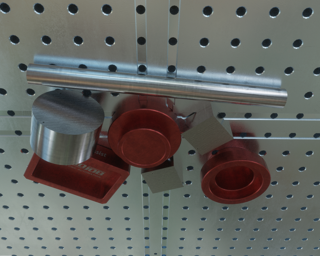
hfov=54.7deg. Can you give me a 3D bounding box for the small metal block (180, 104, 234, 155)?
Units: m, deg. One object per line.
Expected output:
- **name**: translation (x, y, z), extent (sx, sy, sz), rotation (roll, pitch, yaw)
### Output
- **small metal block**: translation (0.062, 0.003, 0.415), extent (0.050, 0.025, 0.050), rotation (-31, 124, 23)

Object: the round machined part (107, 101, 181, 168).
- **round machined part**: translation (-0.021, 0.015, 0.413), extent (0.099, 0.042, 0.097), rotation (0, 128, 0)

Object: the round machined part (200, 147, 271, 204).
- **round machined part**: translation (0.108, 0.066, 0.458), extent (0.099, 0.042, 0.097), rotation (0, 130, 0)

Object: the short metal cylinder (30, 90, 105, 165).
- **short metal cylinder**: translation (-0.112, -0.002, 0.372), extent (0.081, 0.080, 0.050), rotation (14, 129, -12)

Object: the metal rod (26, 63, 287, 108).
- **metal rod**: translation (0.001, -0.049, 0.369), extent (0.302, 0.025, 0.025), rotation (5, 130, -5)

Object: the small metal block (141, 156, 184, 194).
- **small metal block**: translation (0.004, 0.070, 0.471), extent (0.050, 0.025, 0.050), rotation (-15, 129, 12)

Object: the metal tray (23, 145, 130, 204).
- **metal tray**: translation (-0.120, 0.059, 0.457), extent (0.131, 0.030, 0.089), rotation (24, 126, -19)
